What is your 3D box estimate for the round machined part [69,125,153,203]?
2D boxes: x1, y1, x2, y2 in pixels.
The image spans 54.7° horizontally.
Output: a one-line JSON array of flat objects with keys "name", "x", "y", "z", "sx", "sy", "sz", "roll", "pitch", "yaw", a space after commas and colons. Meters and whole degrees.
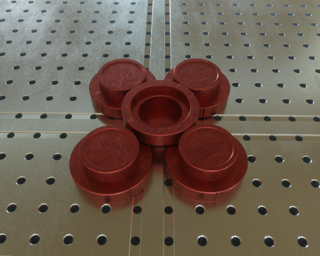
[{"name": "round machined part", "x": -0.058, "y": 0.035, "z": 0.367, "sx": 0.099, "sy": 0.042, "sz": 0.098, "roll": 0, "pitch": 50, "yaw": 0}]

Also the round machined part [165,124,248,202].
[{"name": "round machined part", "x": 0.055, "y": 0.034, "z": 0.368, "sx": 0.099, "sy": 0.042, "sz": 0.098, "roll": 0, "pitch": 50, "yaw": 0}]

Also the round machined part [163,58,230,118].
[{"name": "round machined part", "x": 0.053, "y": -0.064, "z": 0.450, "sx": 0.099, "sy": 0.042, "sz": 0.098, "roll": 0, "pitch": 50, "yaw": 0}]

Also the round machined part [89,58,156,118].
[{"name": "round machined part", "x": -0.053, "y": -0.063, "z": 0.448, "sx": 0.099, "sy": 0.042, "sz": 0.098, "roll": 0, "pitch": 50, "yaw": 0}]

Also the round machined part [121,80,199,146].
[{"name": "round machined part", "x": 0.001, "y": -0.015, "z": 0.407, "sx": 0.099, "sy": 0.042, "sz": 0.098, "roll": 0, "pitch": 50, "yaw": 0}]
